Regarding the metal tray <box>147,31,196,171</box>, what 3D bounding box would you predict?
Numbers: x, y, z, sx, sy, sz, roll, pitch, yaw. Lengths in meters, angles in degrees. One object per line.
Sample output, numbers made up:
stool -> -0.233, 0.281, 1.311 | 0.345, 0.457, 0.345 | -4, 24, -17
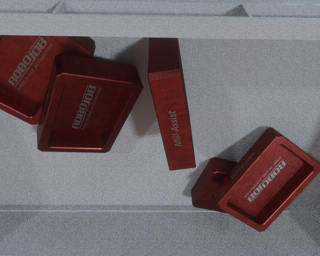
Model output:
metal tray -> 0.015, -0.027, 0.343 | 0.030, 0.090, 0.129 | -8, 130, 6

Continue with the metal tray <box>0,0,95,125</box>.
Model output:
metal tray -> -0.145, -0.069, 0.342 | 0.090, 0.030, 0.130 | 33, 123, -29

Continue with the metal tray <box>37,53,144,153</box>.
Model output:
metal tray -> -0.086, -0.020, 0.360 | 0.091, 0.030, 0.129 | 4, 140, -29

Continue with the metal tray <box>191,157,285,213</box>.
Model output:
metal tray -> 0.126, 0.099, 0.492 | 0.131, 0.030, 0.089 | 14, 129, -12

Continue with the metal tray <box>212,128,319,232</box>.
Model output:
metal tray -> 0.149, 0.075, 0.437 | 0.090, 0.030, 0.130 | 33, 103, -17
